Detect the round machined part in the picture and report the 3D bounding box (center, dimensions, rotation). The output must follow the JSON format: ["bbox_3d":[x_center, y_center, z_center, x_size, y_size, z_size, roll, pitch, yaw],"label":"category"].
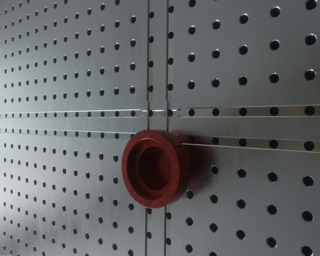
[{"bbox_3d":[-0.001,0.051,0.400,0.098,0.042,0.097,0,90,40],"label":"round machined part"}]
